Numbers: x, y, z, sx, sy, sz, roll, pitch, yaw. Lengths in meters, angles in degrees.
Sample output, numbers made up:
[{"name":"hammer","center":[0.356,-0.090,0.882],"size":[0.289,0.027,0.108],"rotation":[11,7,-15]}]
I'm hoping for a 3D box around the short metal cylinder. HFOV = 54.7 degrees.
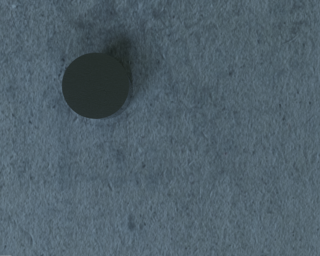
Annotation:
[{"name":"short metal cylinder","center":[-0.077,-0.051,0.396],"size":[0.081,0.050,0.079],"rotation":[0,90,-1]}]
